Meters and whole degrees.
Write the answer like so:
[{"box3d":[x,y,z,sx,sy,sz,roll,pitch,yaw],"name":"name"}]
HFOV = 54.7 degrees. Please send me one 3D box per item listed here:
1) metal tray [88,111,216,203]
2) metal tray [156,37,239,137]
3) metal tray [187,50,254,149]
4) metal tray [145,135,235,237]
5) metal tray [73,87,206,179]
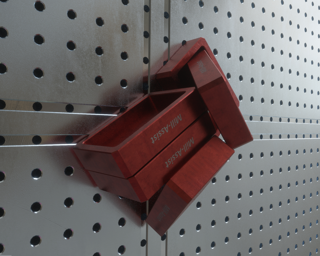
[{"box3d":[-0.008,0.025,0.360,0.131,0.090,0.030,-40,115,-33],"name":"metal tray"},{"box3d":[0.061,-0.054,0.458,0.090,0.030,0.130,-51,120,-28],"name":"metal tray"},{"box3d":[0.073,-0.041,0.398,0.090,0.030,0.130,58,12,-24],"name":"metal tray"},{"box3d":[0.033,0.074,0.379,0.030,0.129,0.091,41,56,14],"name":"metal tray"},{"box3d":[-0.022,0.000,0.350,0.131,0.090,0.030,-40,115,-33],"name":"metal tray"}]
